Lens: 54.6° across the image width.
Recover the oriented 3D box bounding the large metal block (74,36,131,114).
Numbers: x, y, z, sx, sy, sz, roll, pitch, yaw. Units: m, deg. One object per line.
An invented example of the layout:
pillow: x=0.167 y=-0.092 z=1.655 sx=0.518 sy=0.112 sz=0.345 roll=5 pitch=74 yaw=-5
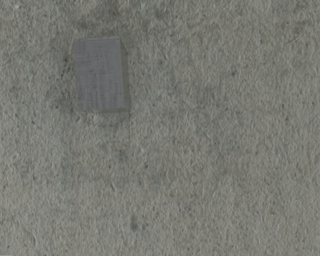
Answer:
large metal block: x=-0.067 y=-0.060 z=0.382 sx=0.050 sy=0.080 sz=0.080 roll=-4 pitch=90 yaw=0
